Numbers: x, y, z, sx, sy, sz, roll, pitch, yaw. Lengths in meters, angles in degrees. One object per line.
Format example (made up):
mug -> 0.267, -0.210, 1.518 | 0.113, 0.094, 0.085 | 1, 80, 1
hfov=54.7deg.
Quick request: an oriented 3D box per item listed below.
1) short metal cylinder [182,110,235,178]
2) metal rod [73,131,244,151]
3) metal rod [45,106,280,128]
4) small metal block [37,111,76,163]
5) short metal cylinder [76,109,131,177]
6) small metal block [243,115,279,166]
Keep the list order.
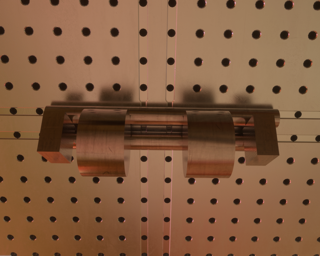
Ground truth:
short metal cylinder -> 0.055, 0.019, 0.368 | 0.050, 0.080, 0.079 | 1, 110, 0
metal rod -> 0.000, 0.018, 0.420 | 0.302, 0.025, 0.025 | 1, 110, -1
metal rod -> 0.003, -0.015, 0.408 | 0.302, 0.025, 0.025 | 1, 110, -1
small metal block -> -0.125, 0.013, 0.380 | 0.025, 0.050, 0.050 | 1, 68, 0
short metal cylinder -> -0.063, 0.017, 0.366 | 0.050, 0.080, 0.079 | 1, 110, 0
small metal block -> 0.123, 0.016, 0.383 | 0.025, 0.050, 0.050 | 1, 69, 0
